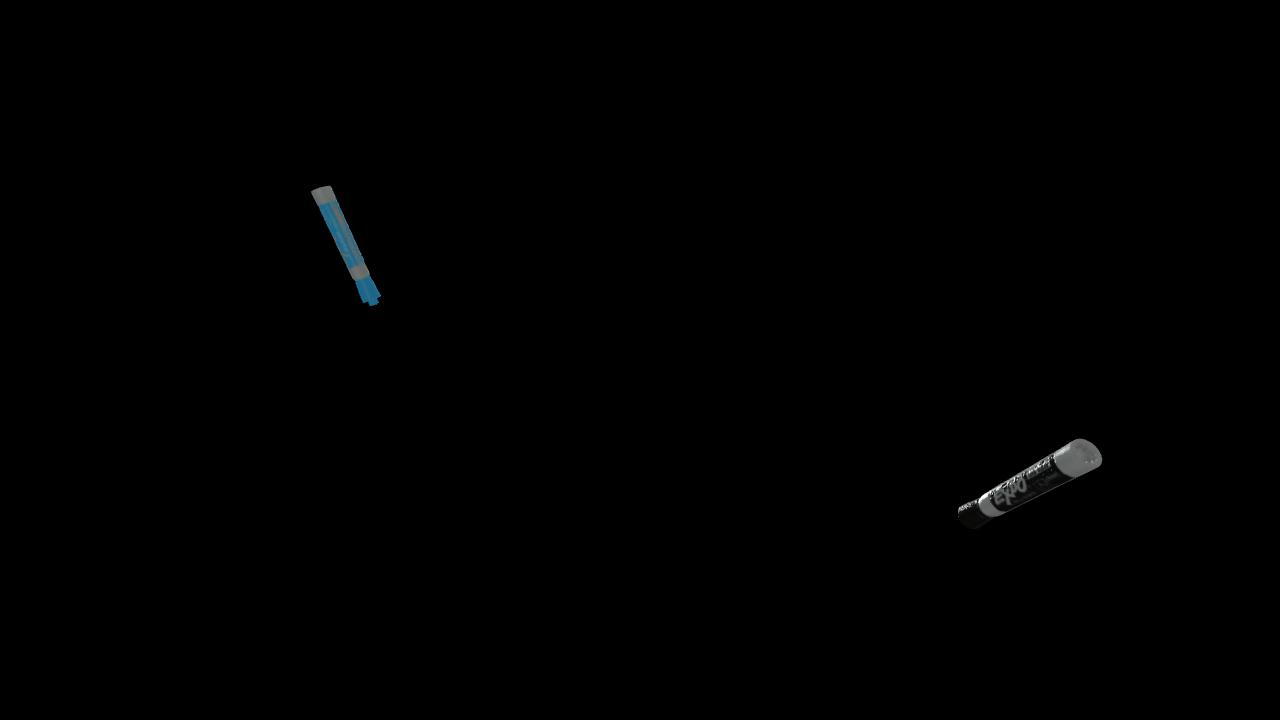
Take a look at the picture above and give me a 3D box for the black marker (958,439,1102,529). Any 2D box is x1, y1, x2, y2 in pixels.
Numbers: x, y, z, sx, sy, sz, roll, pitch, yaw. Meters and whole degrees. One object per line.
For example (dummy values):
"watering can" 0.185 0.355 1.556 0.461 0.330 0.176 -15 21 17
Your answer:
"black marker" 0.251 0.086 0.407 0.020 0.020 0.121 0 -33 -11

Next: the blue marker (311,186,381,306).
"blue marker" -0.290 -0.111 0.612 0.020 0.121 0.020 -18 16 5
